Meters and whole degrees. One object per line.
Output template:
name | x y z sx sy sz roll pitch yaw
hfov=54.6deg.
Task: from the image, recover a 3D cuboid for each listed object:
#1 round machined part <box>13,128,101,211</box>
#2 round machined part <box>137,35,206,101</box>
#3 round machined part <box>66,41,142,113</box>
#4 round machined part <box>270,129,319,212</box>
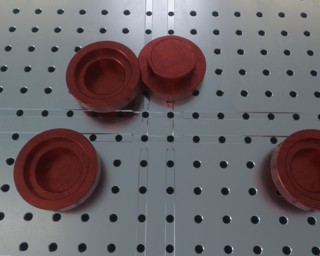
round machined part | -0.122 0.053 0.383 0.099 0.042 0.098 0 70 0
round machined part | 0.016 -0.090 0.436 0.099 0.042 0.098 0 70 0
round machined part | -0.073 -0.066 0.424 0.098 0.042 0.098 -1 71 4
round machined part | 0.186 0.054 0.384 0.099 0.042 0.098 0 70 0
